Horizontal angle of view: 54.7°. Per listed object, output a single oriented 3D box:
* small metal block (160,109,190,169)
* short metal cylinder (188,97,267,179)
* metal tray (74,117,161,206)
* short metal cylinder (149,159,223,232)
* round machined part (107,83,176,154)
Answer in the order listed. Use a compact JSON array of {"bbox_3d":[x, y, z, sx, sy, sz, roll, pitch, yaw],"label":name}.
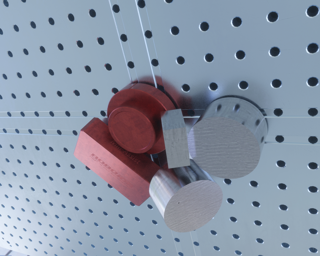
[{"bbox_3d":[0.018,0.011,0.364,0.025,0.050,0.050,-8,117,1],"label":"small metal block"},{"bbox_3d":[0.078,0.011,0.356,0.080,0.050,0.079,13,124,21],"label":"short metal cylinder"},{"bbox_3d":[-0.062,0.053,0.453,0.130,0.030,0.090,38,144,1],"label":"metal tray"},{"bbox_3d":[0.033,0.086,0.398,0.050,0.081,0.079,-131,31,-55],"label":"short metal cylinder"},{"bbox_3d":[-0.028,-0.006,0.406,0.098,0.042,0.097,13,124,21],"label":"round machined part"}]
